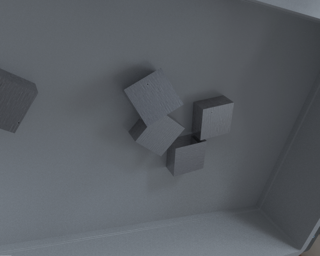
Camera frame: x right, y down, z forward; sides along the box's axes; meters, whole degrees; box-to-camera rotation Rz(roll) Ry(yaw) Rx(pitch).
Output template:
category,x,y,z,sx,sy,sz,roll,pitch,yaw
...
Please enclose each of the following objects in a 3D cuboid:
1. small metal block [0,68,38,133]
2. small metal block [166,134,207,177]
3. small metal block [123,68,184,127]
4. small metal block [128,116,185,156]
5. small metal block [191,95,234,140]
category,x,y,z,sx,sy,sz,roll,pitch,yaw
small metal block,-0.158,-0.029,0.305,0.050,0.025,0.050,25,104,-37
small metal block,0.038,0.039,0.455,0.050,0.025,0.050,-12,124,-22
small metal block,-0.008,-0.035,0.368,0.050,0.025,0.050,-32,93,-8
small metal block,-0.004,0.003,0.410,0.050,0.025,0.050,34,99,-39
small metal block,0.075,-0.015,0.442,0.050,0.025,0.050,-13,124,-21
